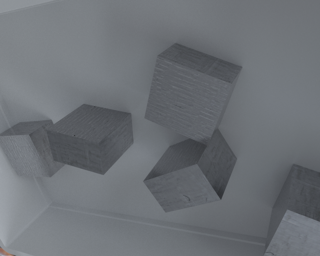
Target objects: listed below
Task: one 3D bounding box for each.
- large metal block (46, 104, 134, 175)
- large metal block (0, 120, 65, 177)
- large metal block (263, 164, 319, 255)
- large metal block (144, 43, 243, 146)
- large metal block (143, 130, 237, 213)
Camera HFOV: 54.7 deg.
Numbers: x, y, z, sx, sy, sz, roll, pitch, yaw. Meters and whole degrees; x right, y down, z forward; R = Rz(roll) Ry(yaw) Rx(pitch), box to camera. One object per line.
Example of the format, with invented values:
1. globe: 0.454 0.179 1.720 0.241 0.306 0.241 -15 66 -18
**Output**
1. large metal block: -0.093 0.012 0.428 0.080 0.080 0.050 12 123 21
2. large metal block: -0.212 0.035 0.523 0.080 0.050 0.080 -3 117 29
3. large metal block: 0.160 0.102 0.351 0.050 0.080 0.079 19 126 16
4. large metal block: 0.036 -0.039 0.349 0.080 0.050 0.079 24 127 13
5. large metal block: 0.039 0.052 0.383 0.080 0.080 0.050 -24 105 36
